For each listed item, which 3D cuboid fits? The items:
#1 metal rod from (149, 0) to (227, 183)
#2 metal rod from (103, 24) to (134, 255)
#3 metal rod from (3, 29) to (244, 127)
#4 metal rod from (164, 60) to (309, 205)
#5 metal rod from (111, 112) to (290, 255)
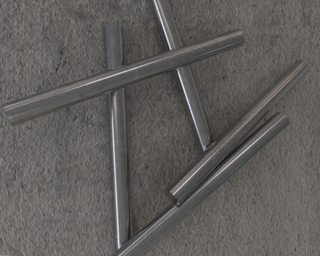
[{"bbox_3d":[0.035,-0.063,0.421,0.025,0.025,0.298,-21,97,-19],"label":"metal rod"},{"bbox_3d":[-0.051,0.023,0.389,0.025,0.025,0.298,-3,91,-20],"label":"metal rod"},{"bbox_3d":[-0.026,-0.068,0.371,0.302,0.025,0.025,-22,98,-19],"label":"metal rod"},{"bbox_3d":[0.119,-0.007,0.433,0.301,0.025,0.025,-41,103,-23],"label":"metal rod"},{"bbox_3d":[0.061,0.075,0.403,0.301,0.025,0.025,-37,102,-16],"label":"metal rod"}]
